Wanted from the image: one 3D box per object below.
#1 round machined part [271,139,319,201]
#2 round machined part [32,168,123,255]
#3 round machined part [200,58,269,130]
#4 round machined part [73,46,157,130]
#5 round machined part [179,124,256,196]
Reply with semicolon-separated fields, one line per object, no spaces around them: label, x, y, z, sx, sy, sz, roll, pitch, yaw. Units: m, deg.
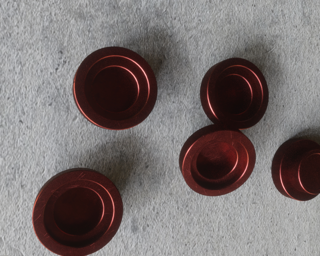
round machined part;0.228;0.066;0.484;0.099;0.042;0.097;0;90;-20
round machined part;-0.096;0.095;0.365;0.099;0.042;0.097;0;90;-20
round machined part;0.099;-0.046;0.435;0.099;0.042;0.097;1;88;-21
round machined part;-0.056;-0.046;0.379;0.099;0.042;0.097;0;90;-20
round machined part;0.073;0.039;0.415;0.099;0.042;0.097;-4;113;-9
